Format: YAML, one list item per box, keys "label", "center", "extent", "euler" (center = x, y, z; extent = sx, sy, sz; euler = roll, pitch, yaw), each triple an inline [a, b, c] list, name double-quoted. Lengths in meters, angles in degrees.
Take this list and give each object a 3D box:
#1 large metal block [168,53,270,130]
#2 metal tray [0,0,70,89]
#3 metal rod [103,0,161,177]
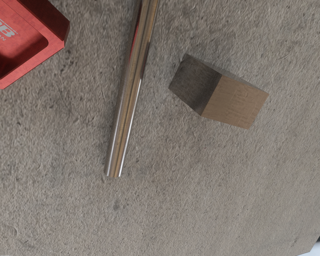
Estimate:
- label: "large metal block"
  center: [0.070, -0.046, 0.383]
  extent: [0.081, 0.080, 0.050]
  euler: [13, 112, -34]
- label: "metal tray"
  center: [-0.149, -0.095, 0.237]
  extent: [0.090, 0.030, 0.130]
  euler: [-25, 135, 25]
- label: "metal rod"
  center: [-0.028, -0.073, 0.347]
  extent: [0.025, 0.025, 0.298]
  euler: [0, 119, -29]
